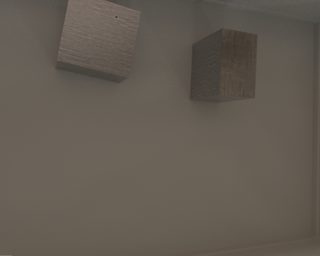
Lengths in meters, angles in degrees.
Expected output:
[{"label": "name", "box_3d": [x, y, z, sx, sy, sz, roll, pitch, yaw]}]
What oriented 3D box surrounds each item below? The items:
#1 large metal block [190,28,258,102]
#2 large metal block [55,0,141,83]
[{"label": "large metal block", "box_3d": [0.082, -0.078, 0.413, 0.050, 0.080, 0.079, 3, 89, -20]}, {"label": "large metal block", "box_3d": [-0.075, -0.104, 0.370, 0.081, 0.050, 0.080, 11, 86, -20]}]
